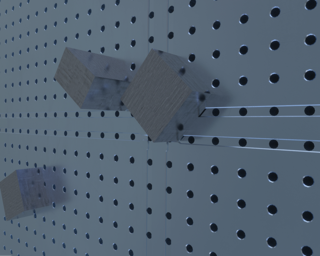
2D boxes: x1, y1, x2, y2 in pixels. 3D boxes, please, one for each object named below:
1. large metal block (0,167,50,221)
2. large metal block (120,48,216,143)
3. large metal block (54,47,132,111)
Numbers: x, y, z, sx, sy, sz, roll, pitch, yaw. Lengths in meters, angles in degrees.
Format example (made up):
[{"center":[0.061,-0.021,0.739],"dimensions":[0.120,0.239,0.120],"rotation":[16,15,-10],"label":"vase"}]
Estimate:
[{"center":[-0.273,0.132,0.621],"dimensions":[0.080,0.050,0.080],"rotation":[-30,71,36],"label":"large metal block"},{"center":[0.008,-0.039,0.388],"dimensions":[0.080,0.050,0.080],"rotation":[51,120,27],"label":"large metal block"},{"center":[-0.092,-0.069,0.451],"dimensions":[0.080,0.081,0.050],"rotation":[44,117,31],"label":"large metal block"}]
